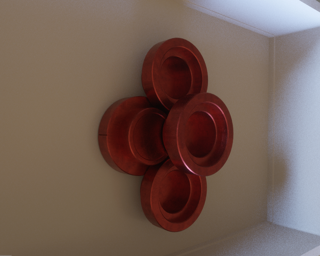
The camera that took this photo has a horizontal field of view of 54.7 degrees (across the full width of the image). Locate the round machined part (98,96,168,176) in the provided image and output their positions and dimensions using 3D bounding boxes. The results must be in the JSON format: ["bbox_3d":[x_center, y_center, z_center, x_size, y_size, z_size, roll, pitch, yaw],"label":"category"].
[{"bbox_3d":[-0.021,0.010,0.377,0.099,0.042,0.097,0,90,-40],"label":"round machined part"}]

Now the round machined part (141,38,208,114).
[{"bbox_3d":[0.015,-0.065,0.407,0.099,0.042,0.097,0,90,-40],"label":"round machined part"}]

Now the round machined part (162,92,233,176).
[{"bbox_3d":[0.042,0.007,0.375,0.099,0.042,0.097,0,90,-40],"label":"round machined part"}]

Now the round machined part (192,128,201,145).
[{"bbox_3d":[0.055,0.013,0.441,0.099,0.042,0.097,0,90,-40],"label":"round machined part"}]

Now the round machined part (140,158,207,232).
[{"bbox_3d":[0.013,0.082,0.406,0.099,0.042,0.097,0,90,-40],"label":"round machined part"}]
